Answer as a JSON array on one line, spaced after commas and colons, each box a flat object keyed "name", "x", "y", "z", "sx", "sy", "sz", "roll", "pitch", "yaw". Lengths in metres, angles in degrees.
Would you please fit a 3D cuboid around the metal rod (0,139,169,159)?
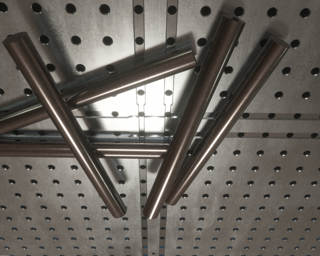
[{"name": "metal rod", "x": -0.124, "y": 0.029, "z": 0.434, "sx": 0.302, "sy": 0.025, "sz": 0.025, "roll": 1, "pitch": 130, "yaw": -2}]

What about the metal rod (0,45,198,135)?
[{"name": "metal rod", "x": -0.102, "y": -0.037, "z": 0.378, "sx": 0.301, "sy": 0.025, "sz": 0.025, "roll": -17, "pitch": 128, "yaw": 13}]

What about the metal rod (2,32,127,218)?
[{"name": "metal rod", "x": -0.102, "y": 0.022, "z": 0.394, "sx": 0.025, "sy": 0.025, "sz": 0.299, "roll": -12, "pitch": 130, "yaw": 9}]

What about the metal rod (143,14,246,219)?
[{"name": "metal rod", "x": 0.031, "y": 0.008, "z": 0.393, "sx": 0.025, "sy": 0.025, "sz": 0.298, "roll": 14, "pitch": 121, "yaw": -12}]

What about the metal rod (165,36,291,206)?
[{"name": "metal rod", "x": 0.074, "y": 0.012, "z": 0.423, "sx": 0.025, "sy": 0.025, "sz": 0.298, "roll": 17, "pitch": 128, "yaw": -15}]
